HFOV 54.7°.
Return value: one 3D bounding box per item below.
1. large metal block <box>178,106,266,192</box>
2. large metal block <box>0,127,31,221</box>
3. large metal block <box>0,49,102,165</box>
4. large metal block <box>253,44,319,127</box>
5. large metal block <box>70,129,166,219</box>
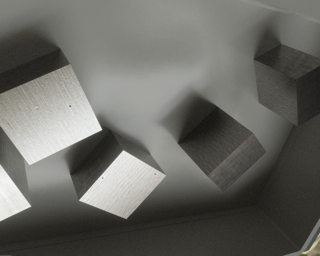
[{"bbox_3d":[0.086,0.028,0.440,0.080,0.080,0.050,-44,130,2],"label":"large metal block"},{"bbox_3d":[-0.173,0.037,0.302,0.050,0.080,0.080,-25,128,-13],"label":"large metal block"},{"bbox_3d":[-0.117,-0.022,0.316,0.080,0.050,0.080,-27,128,-12],"label":"large metal block"},{"bbox_3d":[0.183,-0.062,0.438,0.050,0.080,0.080,-30,129,-10],"label":"large metal block"},{"bbox_3d":[-0.054,0.062,0.403,0.080,0.050,0.080,-49,129,6],"label":"large metal block"}]
